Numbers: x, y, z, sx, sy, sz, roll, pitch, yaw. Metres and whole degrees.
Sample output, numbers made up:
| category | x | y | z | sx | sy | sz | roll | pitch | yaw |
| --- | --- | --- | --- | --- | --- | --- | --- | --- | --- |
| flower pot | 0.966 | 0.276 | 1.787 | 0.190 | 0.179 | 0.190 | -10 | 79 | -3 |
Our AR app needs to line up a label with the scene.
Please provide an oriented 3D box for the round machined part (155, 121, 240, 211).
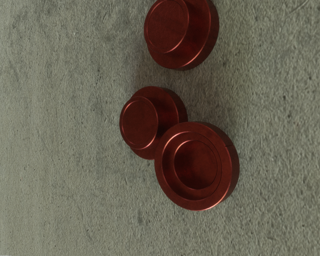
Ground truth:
| category | x | y | z | sx | sy | sz | roll | pitch | yaw |
| --- | --- | --- | --- | --- | --- | --- | --- | --- | --- |
| round machined part | 0.045 | 0.041 | 0.354 | 0.098 | 0.042 | 0.097 | 2 | 93 | 36 |

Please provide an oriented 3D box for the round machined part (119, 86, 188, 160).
| category | x | y | z | sx | sy | sz | roll | pitch | yaw |
| --- | --- | --- | --- | --- | --- | --- | --- | --- | --- |
| round machined part | -0.015 | -0.007 | 0.407 | 0.098 | 0.042 | 0.097 | 0 | 90 | 40 |

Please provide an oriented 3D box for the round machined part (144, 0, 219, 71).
| category | x | y | z | sx | sy | sz | roll | pitch | yaw |
| --- | --- | --- | --- | --- | --- | --- | --- | --- | --- |
| round machined part | 0.019 | -0.122 | 0.378 | 0.098 | 0.042 | 0.097 | 0 | 90 | 40 |
